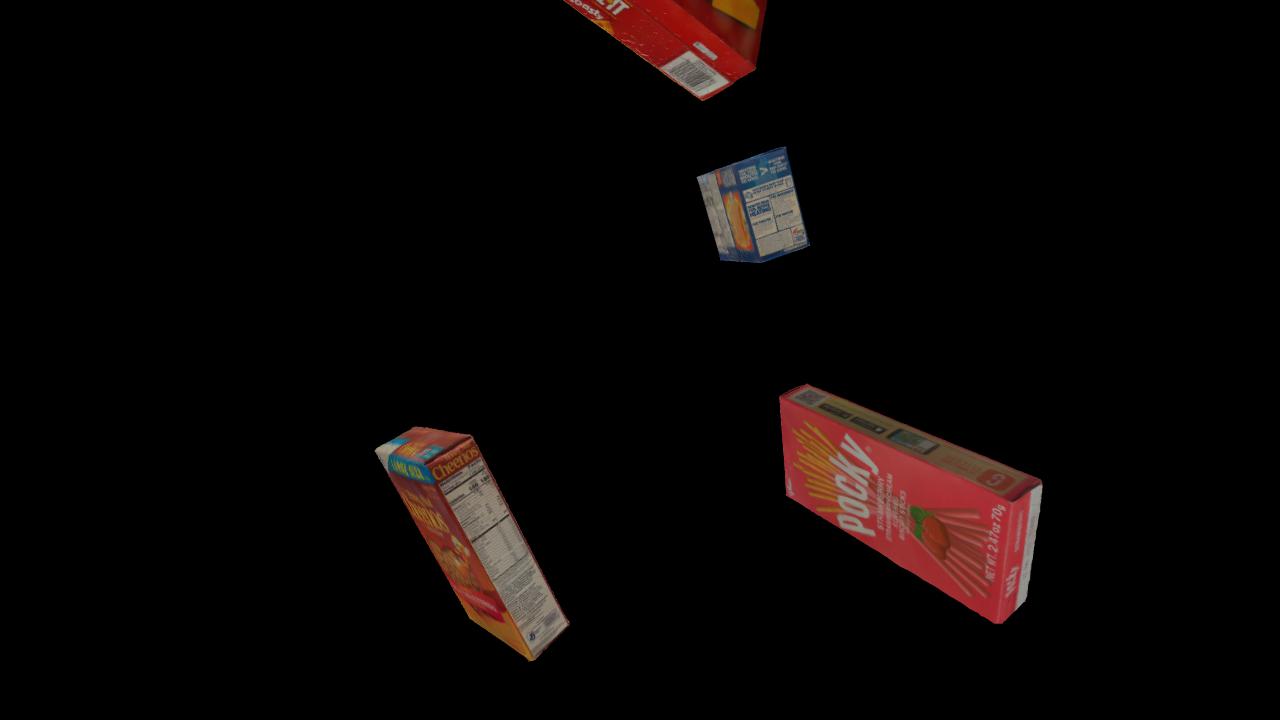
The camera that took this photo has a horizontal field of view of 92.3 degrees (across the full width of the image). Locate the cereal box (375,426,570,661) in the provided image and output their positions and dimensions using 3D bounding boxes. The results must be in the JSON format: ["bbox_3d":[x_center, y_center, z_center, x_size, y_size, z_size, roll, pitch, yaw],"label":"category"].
[{"bbox_3d":[-0.233,0.240,0.840,0.081,0.306,0.203,-34,20,-35],"label":"cereal box"}]

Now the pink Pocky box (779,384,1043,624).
[{"bbox_3d":[0.149,0.077,0.367,0.029,0.084,0.155,-23,28,-26],"label":"pink Pocky box"}]

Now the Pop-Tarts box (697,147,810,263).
[{"bbox_3d":[0.164,-0.224,0.913,0.083,0.141,0.167,-21,14,-8],"label":"Pop-Tarts box"}]

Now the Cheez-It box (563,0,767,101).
[{"bbox_3d":[0.029,-0.344,0.468,0.166,0.223,0.071,19,-15,-35],"label":"Cheez-It box"}]
